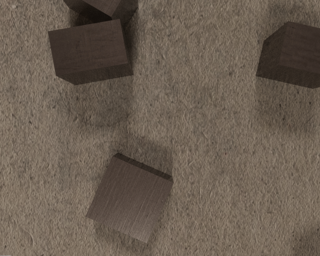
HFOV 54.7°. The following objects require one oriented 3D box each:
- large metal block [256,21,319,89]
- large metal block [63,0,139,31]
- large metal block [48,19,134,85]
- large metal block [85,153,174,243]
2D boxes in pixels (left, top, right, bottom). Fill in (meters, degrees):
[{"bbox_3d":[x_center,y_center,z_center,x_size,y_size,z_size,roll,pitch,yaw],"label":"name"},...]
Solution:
[{"bbox_3d":[0.176,-0.086,0.385,0.080,0.080,0.050,13,90,-1],"label":"large metal block"},{"bbox_3d":[-0.076,-0.164,0.381,0.080,0.080,0.050,30,90,-1],"label":"large metal block"},{"bbox_3d":[-0.080,-0.089,0.381,0.080,0.080,0.050,-10,90,0],"label":"large metal block"},{"bbox_3d":[-0.037,0.086,0.397,0.080,0.050,0.080,24,90,-1],"label":"large metal block"}]
